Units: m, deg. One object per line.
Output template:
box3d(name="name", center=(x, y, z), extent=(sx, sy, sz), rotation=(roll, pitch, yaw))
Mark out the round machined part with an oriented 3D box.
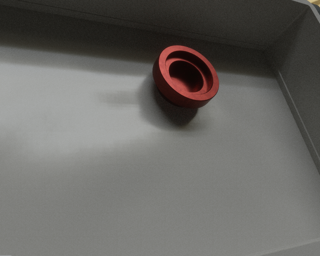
box3d(name="round machined part", center=(0.034, -0.070, 0.455), extent=(0.099, 0.042, 0.098), rotation=(13, 56, -21))
